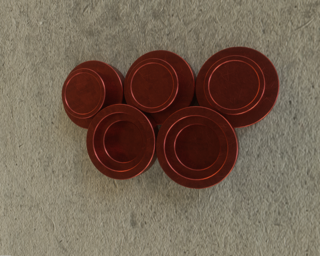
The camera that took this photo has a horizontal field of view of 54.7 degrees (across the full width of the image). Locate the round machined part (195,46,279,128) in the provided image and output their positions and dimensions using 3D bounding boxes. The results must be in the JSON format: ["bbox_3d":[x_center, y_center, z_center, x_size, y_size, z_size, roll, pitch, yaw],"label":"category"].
[{"bbox_3d":[0.090,-0.049,0.369,0.098,0.042,0.097,0,90,19],"label":"round machined part"}]

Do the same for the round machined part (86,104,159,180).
[{"bbox_3d":[-0.045,0.018,0.416,0.098,0.042,0.097,0,90,19],"label":"round machined part"}]

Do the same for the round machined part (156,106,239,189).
[{"bbox_3d":[0.048,0.023,0.384,0.098,0.042,0.097,0,90,19],"label":"round machined part"}]

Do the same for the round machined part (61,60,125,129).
[{"bbox_3d":[-0.097,-0.047,0.434,0.098,0.042,0.097,0,90,19],"label":"round machined part"}]

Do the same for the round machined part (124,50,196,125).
[{"bbox_3d":[-0.003,-0.053,0.402,0.098,0.042,0.097,0,90,19],"label":"round machined part"}]
